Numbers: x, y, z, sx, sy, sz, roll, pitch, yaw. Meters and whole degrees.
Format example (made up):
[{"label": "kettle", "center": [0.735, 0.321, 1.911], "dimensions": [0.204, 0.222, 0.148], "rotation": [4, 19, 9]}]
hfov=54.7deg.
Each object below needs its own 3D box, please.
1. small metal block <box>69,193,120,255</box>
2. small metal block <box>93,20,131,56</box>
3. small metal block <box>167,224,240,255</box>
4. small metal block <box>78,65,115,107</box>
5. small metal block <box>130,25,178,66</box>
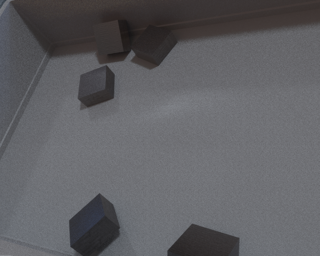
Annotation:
[{"label": "small metal block", "center": [-0.078, 0.113, 0.363], "dimensions": [0.050, 0.025, 0.050], "rotation": [-42, 25, -1]}, {"label": "small metal block", "center": [-0.080, -0.152, 0.521], "dimensions": [0.050, 0.050, 0.025], "rotation": [-2, 16, 27]}, {"label": "small metal block", "center": [0.042, 0.120, 0.291], "dimensions": [0.050, 0.050, 0.025], "rotation": [8, 108, 31]}, {"label": "small metal block", "center": [-0.102, -0.067, 0.498], "dimensions": [0.050, 0.025, 0.050], "rotation": [-16, 55, 18]}, {"label": "small metal block", "center": [-0.009, -0.132, 0.490], "dimensions": [0.050, 0.025, 0.050], "rotation": [30, 78, 37]}]
